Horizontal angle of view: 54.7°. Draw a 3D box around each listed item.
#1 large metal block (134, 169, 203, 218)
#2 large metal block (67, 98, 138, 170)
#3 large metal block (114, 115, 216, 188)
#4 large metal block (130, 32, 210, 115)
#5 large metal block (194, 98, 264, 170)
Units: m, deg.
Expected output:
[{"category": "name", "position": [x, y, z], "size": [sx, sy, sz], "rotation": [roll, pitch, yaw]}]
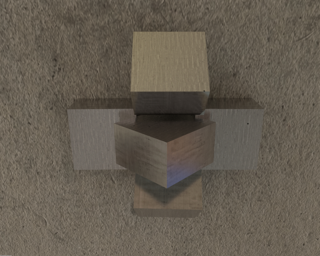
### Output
[{"category": "large metal block", "position": [0.010, 0.087, 0.407], "size": [0.081, 0.080, 0.050], "rotation": [1, 67, 0]}, {"category": "large metal block", "position": [-0.068, 0.006, 0.399], "size": [0.081, 0.050, 0.079], "rotation": [-1, 110, -1]}, {"category": "large metal block", "position": [0.006, 0.017, 0.353], "size": [0.080, 0.081, 0.050], "rotation": [18, 117, 41]}, {"category": "large metal block", "position": [0.010, -0.062, 0.353], "size": [0.081, 0.080, 0.050], "rotation": [0, 154, 0]}, {"category": "large metal block", "position": [0.081, 0.006, 0.398], "size": [0.081, 0.050, 0.079], "rotation": [0, 110, -1]}]
